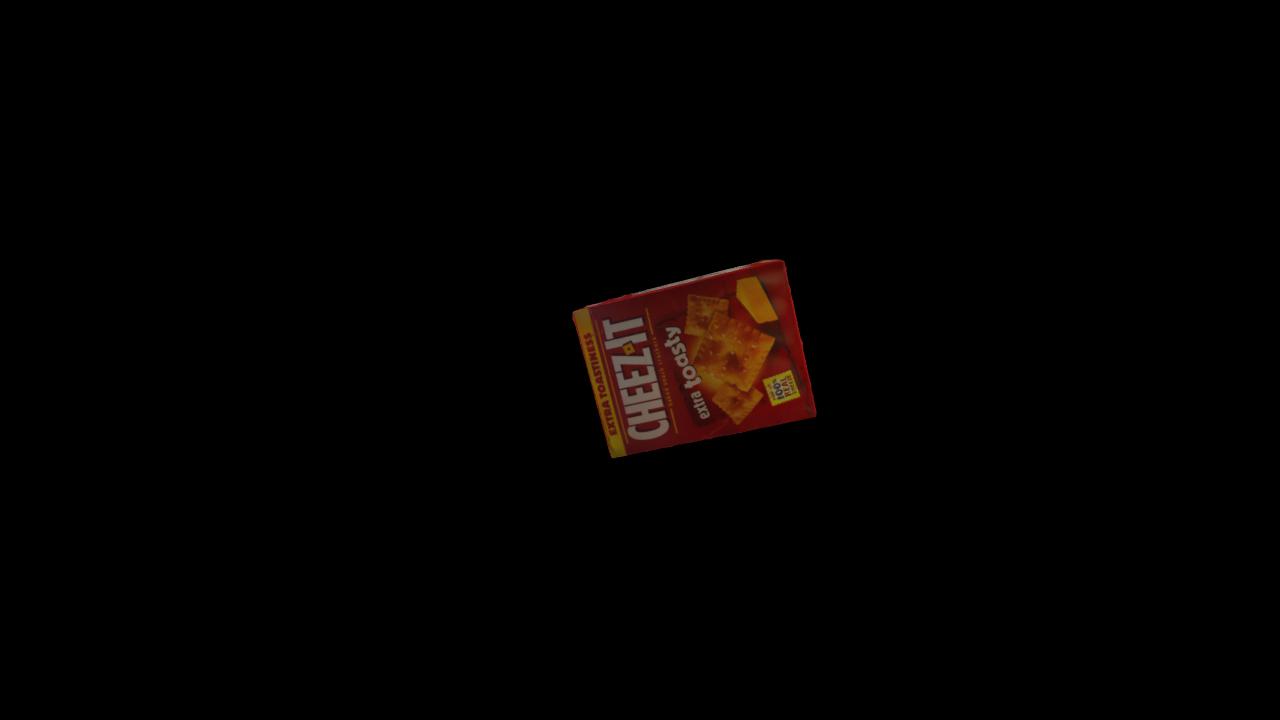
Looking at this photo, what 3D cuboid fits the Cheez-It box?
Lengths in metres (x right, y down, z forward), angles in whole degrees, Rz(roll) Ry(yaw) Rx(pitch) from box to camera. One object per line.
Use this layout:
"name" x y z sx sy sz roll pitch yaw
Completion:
"Cheez-It box" 0.057 -0.002 0.653 0.223 0.166 0.071 -13 8 8
